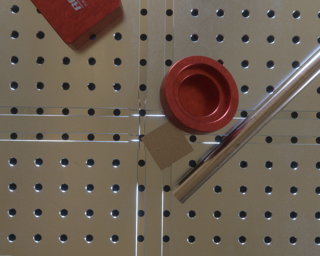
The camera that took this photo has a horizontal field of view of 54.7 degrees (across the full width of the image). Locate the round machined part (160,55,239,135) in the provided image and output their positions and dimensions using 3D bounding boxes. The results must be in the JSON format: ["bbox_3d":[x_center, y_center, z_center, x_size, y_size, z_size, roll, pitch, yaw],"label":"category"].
[{"bbox_3d":[0.046,-0.039,0.395,0.099,0.042,0.098,4,77,-17],"label":"round machined part"}]

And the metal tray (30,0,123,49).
[{"bbox_3d":[-0.123,-0.183,0.409,0.090,0.030,0.130,-39,91,-1],"label":"metal tray"}]

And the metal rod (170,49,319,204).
[{"bbox_3d":[0.131,-0.011,0.415,0.300,0.025,0.025,-43,91,-1],"label":"metal rod"}]

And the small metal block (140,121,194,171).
[{"bbox_3d":[0.009,0.021,0.414,0.050,0.025,0.050,-32,90,0],"label":"small metal block"}]
